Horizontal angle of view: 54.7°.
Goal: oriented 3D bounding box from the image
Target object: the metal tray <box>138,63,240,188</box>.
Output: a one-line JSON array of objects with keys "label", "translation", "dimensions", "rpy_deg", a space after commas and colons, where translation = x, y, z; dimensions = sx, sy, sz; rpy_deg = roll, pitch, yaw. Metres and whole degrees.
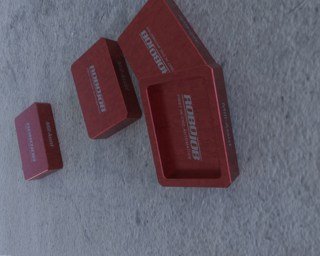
[{"label": "metal tray", "translation": [0.032, 0.000, 0.347], "dimensions": [0.090, 0.030, 0.129], "rpy_deg": [-6, 99, 32]}]

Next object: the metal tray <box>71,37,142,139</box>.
[{"label": "metal tray", "translation": [-0.085, -0.058, 0.469], "dimensions": [0.090, 0.030, 0.129], "rpy_deg": [-29, 72, 36]}]

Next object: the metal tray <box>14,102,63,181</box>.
[{"label": "metal tray", "translation": [-0.233, 0.027, 0.590], "dimensions": [0.090, 0.030, 0.129], "rpy_deg": [-25, 74, 36]}]

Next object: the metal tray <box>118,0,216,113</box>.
[{"label": "metal tray", "translation": [0.005, -0.094, 0.396], "dimensions": [0.090, 0.030, 0.130], "rpy_deg": [-42, 65, 31]}]
